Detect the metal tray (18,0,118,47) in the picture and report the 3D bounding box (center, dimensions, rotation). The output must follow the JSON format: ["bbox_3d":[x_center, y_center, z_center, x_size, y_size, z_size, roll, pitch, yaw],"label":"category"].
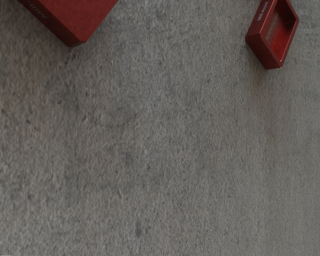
[{"bbox_3d":[-0.108,-0.159,0.312,0.130,0.030,0.090,43,64,-32],"label":"metal tray"}]

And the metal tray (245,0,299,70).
[{"bbox_3d":[0.215,-0.187,0.584,0.090,0.030,0.130,41,65,-33],"label":"metal tray"}]
